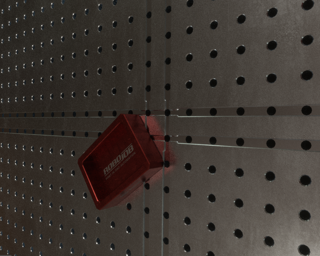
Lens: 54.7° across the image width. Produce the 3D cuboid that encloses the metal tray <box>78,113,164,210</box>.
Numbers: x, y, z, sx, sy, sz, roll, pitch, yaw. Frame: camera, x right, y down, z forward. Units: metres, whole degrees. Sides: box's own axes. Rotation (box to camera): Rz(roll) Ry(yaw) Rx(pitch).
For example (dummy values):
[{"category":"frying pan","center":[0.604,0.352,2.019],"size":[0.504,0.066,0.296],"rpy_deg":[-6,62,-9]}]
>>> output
[{"category":"metal tray","center":[-0.063,0.051,0.455],"size":[0.129,0.030,0.090],"rpy_deg":[-43,65,31]}]
